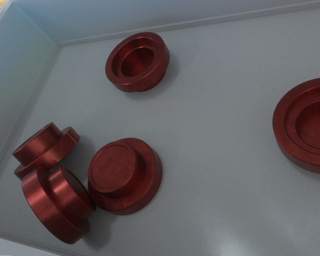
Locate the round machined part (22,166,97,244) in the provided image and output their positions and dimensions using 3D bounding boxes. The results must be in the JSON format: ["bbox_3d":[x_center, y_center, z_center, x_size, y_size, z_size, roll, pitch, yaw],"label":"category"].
[{"bbox_3d":[-0.113,0.084,0.368,0.042,0.098,0.098,-37,51,-8],"label":"round machined part"}]

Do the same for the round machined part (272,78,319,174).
[{"bbox_3d":[0.166,0.001,0.307,0.098,0.042,0.098,-13,56,21],"label":"round machined part"}]

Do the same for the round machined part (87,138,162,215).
[{"bbox_3d":[-0.050,0.055,0.387,0.098,0.042,0.098,-13,56,21],"label":"round machined part"}]

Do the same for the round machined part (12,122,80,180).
[{"bbox_3d":[-0.164,0.029,0.434,0.098,0.042,0.098,-34,17,12],"label":"round machined part"}]

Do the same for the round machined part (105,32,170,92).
[{"bbox_3d":[-0.030,-0.094,0.468,0.098,0.042,0.098,-13,56,21],"label":"round machined part"}]
